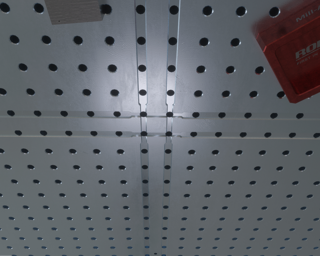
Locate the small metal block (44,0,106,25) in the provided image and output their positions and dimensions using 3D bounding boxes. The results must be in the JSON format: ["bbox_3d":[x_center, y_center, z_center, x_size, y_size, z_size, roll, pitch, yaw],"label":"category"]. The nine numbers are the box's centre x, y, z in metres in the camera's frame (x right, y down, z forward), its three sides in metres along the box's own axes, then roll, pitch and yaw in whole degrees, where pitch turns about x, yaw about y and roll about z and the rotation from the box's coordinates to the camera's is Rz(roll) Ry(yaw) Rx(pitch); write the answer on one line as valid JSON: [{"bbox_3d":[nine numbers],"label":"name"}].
[{"bbox_3d":[-0.084,-0.131,0.299,0.050,0.025,0.050,-4,130,3],"label":"small metal block"}]

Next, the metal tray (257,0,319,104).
[{"bbox_3d":[0.184,-0.092,0.331,0.130,0.030,0.090,-28,125,21],"label":"metal tray"}]
